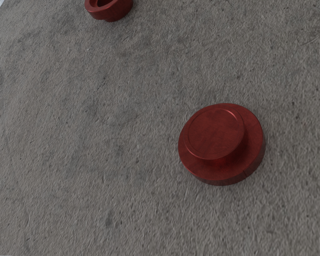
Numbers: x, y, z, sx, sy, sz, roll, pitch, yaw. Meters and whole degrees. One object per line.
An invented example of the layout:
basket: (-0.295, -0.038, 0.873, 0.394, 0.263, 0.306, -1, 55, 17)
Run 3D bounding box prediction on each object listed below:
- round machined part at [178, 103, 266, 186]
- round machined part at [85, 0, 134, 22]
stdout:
round machined part: (0.066, 0.012, 0.351, 0.098, 0.042, 0.098, -13, 56, 21)
round machined part: (-0.090, -0.241, 0.589, 0.098, 0.042, 0.098, -13, 56, 21)
